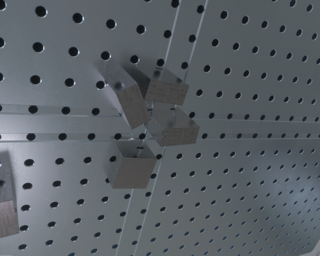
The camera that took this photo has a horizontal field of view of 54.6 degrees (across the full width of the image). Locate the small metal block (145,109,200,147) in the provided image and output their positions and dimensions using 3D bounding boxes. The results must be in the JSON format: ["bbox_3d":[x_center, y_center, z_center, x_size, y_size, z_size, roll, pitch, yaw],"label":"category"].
[{"bbox_3d":[0.015,-0.001,0.402,0.050,0.050,0.025,-4,120,-27],"label":"small metal block"}]

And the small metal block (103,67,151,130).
[{"bbox_3d":[-0.038,-0.034,0.353,0.025,0.050,0.050,-28,128,-10],"label":"small metal block"}]

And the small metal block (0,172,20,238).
[{"bbox_3d":[-0.178,0.087,0.351,0.025,0.050,0.050,-9,123,-24],"label":"small metal block"}]

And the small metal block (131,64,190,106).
[{"bbox_3d":[-0.002,-0.051,0.362,0.050,0.050,0.025,5,116,-31],"label":"small metal block"}]

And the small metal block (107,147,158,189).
[{"bbox_3d":[-0.038,0.055,0.424,0.050,0.025,0.050,7,115,-32],"label":"small metal block"}]
